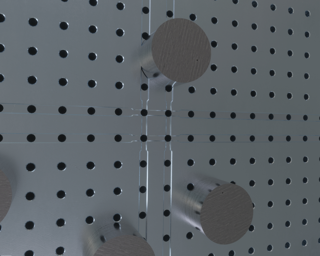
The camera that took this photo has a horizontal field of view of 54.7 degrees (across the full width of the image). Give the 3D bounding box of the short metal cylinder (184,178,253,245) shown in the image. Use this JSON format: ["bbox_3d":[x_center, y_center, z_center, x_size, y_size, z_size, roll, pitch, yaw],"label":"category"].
[{"bbox_3d":[0.080,0.113,0.429,0.081,0.050,0.079,0,90,-20],"label":"short metal cylinder"}]

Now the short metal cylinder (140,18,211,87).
[{"bbox_3d":[0.019,-0.096,0.406,0.081,0.050,0.079,0,90,-20],"label":"short metal cylinder"}]

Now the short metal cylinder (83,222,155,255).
[{"bbox_3d":[-0.051,0.163,0.381,0.081,0.050,0.079,0,90,-20],"label":"short metal cylinder"}]

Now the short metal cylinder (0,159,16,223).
[{"bbox_3d":[-0.198,0.069,0.326,0.081,0.050,0.079,0,90,-20],"label":"short metal cylinder"}]
